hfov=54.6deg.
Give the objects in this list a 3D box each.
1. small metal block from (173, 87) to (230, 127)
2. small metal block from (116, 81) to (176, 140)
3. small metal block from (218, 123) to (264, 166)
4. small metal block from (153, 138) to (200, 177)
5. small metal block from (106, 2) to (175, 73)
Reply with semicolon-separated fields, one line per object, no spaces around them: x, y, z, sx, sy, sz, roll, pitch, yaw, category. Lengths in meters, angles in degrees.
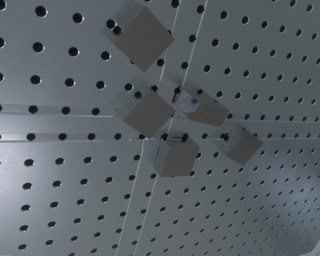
0.053;-0.028;0.406;0.050;0.050;0.025;10;113;-33;small metal block
-0.017;-0.021;0.388;0.050;0.025;0.050;-48;129;5;small metal block
0.130;0.028;0.498;0.050;0.025;0.050;30;102;-38;small metal block
0.024;0.043;0.450;0.050;0.025;0.050;2;118;-29;small metal block
-0.021;-0.098;0.339;0.050;0.025;0.050;-47;129;5;small metal block
